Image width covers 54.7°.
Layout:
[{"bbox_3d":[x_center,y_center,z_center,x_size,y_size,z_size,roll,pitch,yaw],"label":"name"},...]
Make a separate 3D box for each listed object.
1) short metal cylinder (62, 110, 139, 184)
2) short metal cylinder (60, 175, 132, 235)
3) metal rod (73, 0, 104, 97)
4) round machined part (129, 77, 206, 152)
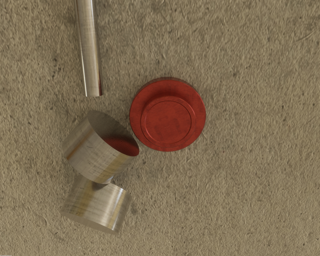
[{"bbox_3d":[-0.073,0.023,0.388,0.080,0.080,0.050,40,105,-14],"label":"short metal cylinder"},{"bbox_3d":[-0.084,0.103,0.411,0.080,0.050,0.080,16,153,9],"label":"short metal cylinder"},{"bbox_3d":[-0.087,-0.182,0.341,0.025,0.025,0.298,-1,110,0],"label":"metal rod"},{"bbox_3d":[0.010,-0.013,0.396,0.099,0.042,0.097,0,110,-1],"label":"round machined part"}]
